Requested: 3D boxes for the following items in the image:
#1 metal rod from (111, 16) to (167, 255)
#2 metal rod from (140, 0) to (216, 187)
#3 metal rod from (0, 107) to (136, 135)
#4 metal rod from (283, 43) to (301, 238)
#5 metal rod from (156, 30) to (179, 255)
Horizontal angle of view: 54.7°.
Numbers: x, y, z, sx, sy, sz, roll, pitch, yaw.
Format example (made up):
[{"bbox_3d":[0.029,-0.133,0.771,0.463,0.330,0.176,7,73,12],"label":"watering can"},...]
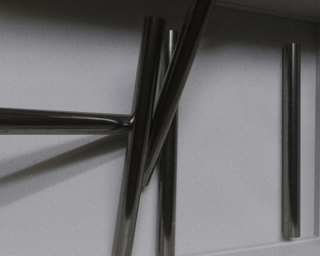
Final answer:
[{"bbox_3d":[-0.027,0.026,0.365,0.025,0.025,0.298,5,101,-20],"label":"metal rod"},{"bbox_3d":[0.021,-0.063,0.352,0.025,0.025,0.298,12,111,-20],"label":"metal rod"},{"bbox_3d":[-0.120,-0.006,0.303,0.302,0.025,0.025,1,90,-44],"label":"metal rod"},{"bbox_3d":[0.207,0.019,0.486,0.025,0.025,0.298,0,90,-20],"label":"metal rod"},{"bbox_3d":[0.011,0.022,0.414,0.025,0.025,0.298,2,90,-20],"label":"metal rod"}]
